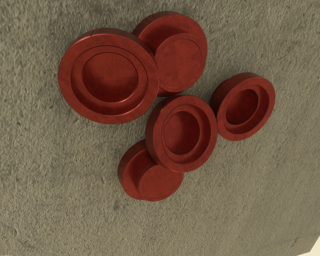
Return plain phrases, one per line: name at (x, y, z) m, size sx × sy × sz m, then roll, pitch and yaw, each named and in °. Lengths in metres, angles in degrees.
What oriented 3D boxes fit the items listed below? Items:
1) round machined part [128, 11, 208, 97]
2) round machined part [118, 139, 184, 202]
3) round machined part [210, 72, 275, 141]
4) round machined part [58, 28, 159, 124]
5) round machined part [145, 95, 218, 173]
round machined part at (0.013, -0.080, 0.356) m, size 0.099 × 0.042 × 0.097 m, roll -14°, pitch 125°, yaw -21°
round machined part at (-0.006, 0.064, 0.434) m, size 0.099 × 0.042 × 0.097 m, roll -14°, pitch 125°, yaw -21°
round machined part at (0.111, -0.033, 0.439) m, size 0.099 × 0.042 × 0.097 m, roll -14°, pitch 125°, yaw -21°
round machined part at (-0.051, -0.056, 0.322) m, size 0.099 × 0.042 × 0.097 m, roll -2°, pitch 123°, yaw -3°
round machined part at (0.024, 0.006, 0.402) m, size 0.099 × 0.042 × 0.097 m, roll -4°, pitch 97°, yaw -31°
